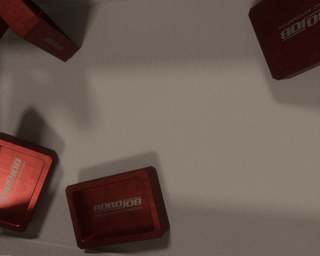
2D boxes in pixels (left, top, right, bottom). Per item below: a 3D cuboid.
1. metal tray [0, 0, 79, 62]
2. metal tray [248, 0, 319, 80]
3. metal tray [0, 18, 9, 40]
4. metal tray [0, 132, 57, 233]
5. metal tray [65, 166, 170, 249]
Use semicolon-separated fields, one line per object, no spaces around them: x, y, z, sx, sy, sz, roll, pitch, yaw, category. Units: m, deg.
-0.167;-0.141;0.404;0.030;0.130;0.090;-44;86;3;metal tray
0.164;-0.115;0.317;0.130;0.030;0.090;-26;81;49;metal tray
-0.258;-0.096;0.389;0.090;0.030;0.130;14;69;30;metal tray
-0.222;0.082;0.462;0.091;0.030;0.129;22;98;-12;metal tray
-0.060;0.110;0.427;0.130;0.030;0.090;-15;85;19;metal tray
